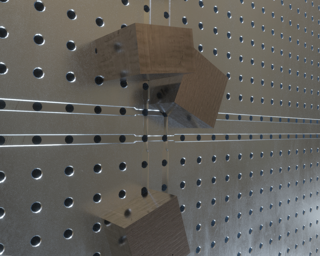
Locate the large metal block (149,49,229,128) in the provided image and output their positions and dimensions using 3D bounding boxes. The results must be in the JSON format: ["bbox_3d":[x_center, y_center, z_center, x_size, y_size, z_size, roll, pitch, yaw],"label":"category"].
[{"bbox_3d":[0.042,-0.052,0.430,0.080,0.050,0.080,30,71,-36],"label":"large metal block"}]

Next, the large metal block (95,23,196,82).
[{"bbox_3d":[-0.017,-0.084,0.360,0.081,0.080,0.050,-10,97,-40],"label":"large metal block"}]

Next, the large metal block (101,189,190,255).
[{"bbox_3d":[-0.016,0.133,0.382,0.081,0.050,0.079,-22,104,-38],"label":"large metal block"}]
